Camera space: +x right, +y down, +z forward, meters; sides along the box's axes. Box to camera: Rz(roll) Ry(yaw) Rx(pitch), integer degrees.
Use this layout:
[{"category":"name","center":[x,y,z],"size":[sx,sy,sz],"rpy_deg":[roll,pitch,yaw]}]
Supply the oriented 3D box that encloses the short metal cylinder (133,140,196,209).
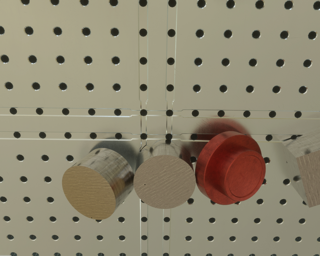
[{"category":"short metal cylinder","center":[0.006,0.062,0.423],"size":[0.081,0.050,0.079],"rpy_deg":[0,110,0]}]

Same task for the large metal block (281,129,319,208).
[{"category":"large metal block","center":[0.223,0.050,0.420],"size":[0.080,0.050,0.080],"rpy_deg":[-20,109,7]}]

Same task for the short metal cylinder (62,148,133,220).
[{"category":"short metal cylinder","center":[-0.081,0.073,0.411],"size":[0.080,0.050,0.079],"rpy_deg":[10,116,21]}]

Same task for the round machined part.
[{"category":"round machined part","center":[0.098,0.056,0.404],"size":[0.099,0.042,0.097],"rpy_deg":[-8,107,-27]}]
